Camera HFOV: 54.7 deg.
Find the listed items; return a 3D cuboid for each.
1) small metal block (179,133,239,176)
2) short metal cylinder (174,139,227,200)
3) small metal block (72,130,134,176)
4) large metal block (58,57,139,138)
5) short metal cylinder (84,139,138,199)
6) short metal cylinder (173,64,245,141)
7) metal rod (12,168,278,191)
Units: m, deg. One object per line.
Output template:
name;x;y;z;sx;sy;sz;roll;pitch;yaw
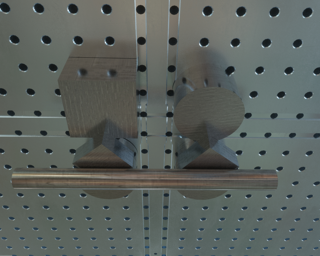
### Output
small metal block;0.060;0.041;0.381;0.050;0.025;0.050;33;123;-25
short metal cylinder;0.061;0.059;0.446;0.081;0.050;0.079;0;130;0
small metal block;-0.068;0.037;0.377;0.050;0.025;0.050;-33;123;24
large metal block;-0.066;-0.034;0.364;0.081;0.050;0.079;1;130;-1
short metal cylinder;-0.073;0.057;0.442;0.081;0.050;0.079;0;130;0
short metal cylinder;0.056;-0.029;0.371;0.081;0.050;0.079;0;130;0
metal rod;-0.016;0.060;0.363;0.302;0.025;0.025;1;130;-1
